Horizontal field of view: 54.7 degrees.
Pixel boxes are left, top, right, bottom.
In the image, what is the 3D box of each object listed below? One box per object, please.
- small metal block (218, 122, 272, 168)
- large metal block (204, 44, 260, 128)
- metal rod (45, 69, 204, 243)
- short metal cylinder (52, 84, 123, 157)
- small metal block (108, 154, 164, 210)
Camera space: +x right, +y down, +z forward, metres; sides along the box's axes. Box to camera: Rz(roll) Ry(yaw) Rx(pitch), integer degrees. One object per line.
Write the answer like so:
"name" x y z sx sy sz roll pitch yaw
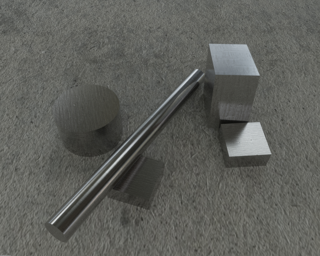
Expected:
"small metal block" 0.104 0.021 0.387 0.050 0.025 0.050 -3 50 -3
"large metal block" 0.089 -0.056 0.408 0.050 0.079 0.080 1 40 1
"metal rod" -0.017 0.007 0.370 0.025 0.025 0.301 24 45 18
"short metal cylinder" -0.090 -0.010 0.394 0.081 0.050 0.080 0 50 0
"small metal block" -0.028 0.059 0.353 0.050 0.025 0.050 14 51 11
